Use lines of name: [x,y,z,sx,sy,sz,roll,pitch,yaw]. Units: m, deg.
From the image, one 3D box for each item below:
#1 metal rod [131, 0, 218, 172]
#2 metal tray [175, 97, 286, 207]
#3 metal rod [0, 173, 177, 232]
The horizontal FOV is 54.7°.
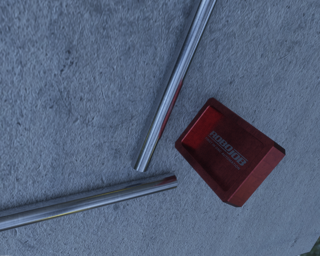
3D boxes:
metal rod: [0.025,-0.076,0.374,0.025,0.025,0.298,9,114,-33]
metal tray: [0.083,0.026,0.403,0.030,0.130,0.090,30,102,-38]
metal rod: [-0.116,0.100,0.406,0.303,0.025,0.025,-9,122,-24]
